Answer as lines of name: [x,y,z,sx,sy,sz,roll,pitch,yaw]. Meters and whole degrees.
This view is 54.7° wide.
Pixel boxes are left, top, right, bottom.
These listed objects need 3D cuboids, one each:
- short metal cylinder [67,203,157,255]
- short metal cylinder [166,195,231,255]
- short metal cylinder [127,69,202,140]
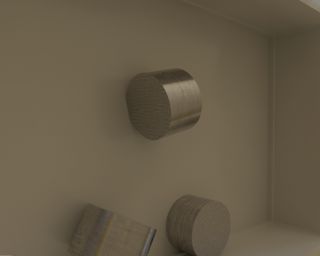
short metal cylinder: [-0.050,0.119,0.331,0.080,0.080,0.050,34,69,-35]
short metal cylinder: [0.055,0.139,0.439,0.081,0.050,0.079,0,90,-40]
short metal cylinder: [0.004,-0.030,0.376,0.050,0.080,0.079,-17,101,-39]
